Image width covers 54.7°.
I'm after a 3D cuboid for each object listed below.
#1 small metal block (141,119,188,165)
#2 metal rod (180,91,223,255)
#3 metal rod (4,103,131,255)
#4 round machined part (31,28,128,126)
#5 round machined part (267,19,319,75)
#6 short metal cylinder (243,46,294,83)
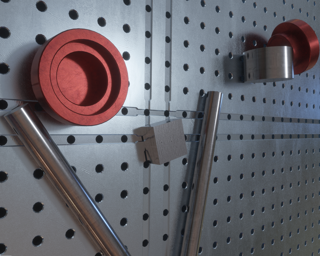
[{"bbox_3d":[0.007,0.017,0.415,0.050,0.025,0.050,-17,101,-39],"label":"small metal block"},{"bbox_3d":[0.058,0.092,0.457,0.025,0.025,0.299,17,79,-39],"label":"metal rod"},{"bbox_3d":[-0.073,0.106,0.348,0.025,0.025,0.299,-41,115,-32],"label":"metal rod"},{"bbox_3d":[-0.086,-0.050,0.326,0.099,0.042,0.097,0,90,-40],"label":"round machined part"},{"bbox_3d":[0.234,-0.142,0.562,0.042,0.098,0.097,-24,107,-14],"label":"round machined part"},{"bbox_3d":[0.184,-0.106,0.527,0.081,0.080,0.050,-5,94,-40],"label":"short metal cylinder"}]
